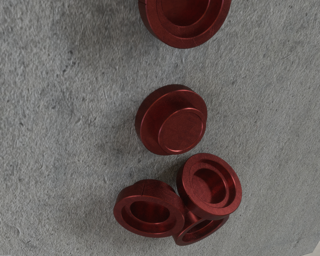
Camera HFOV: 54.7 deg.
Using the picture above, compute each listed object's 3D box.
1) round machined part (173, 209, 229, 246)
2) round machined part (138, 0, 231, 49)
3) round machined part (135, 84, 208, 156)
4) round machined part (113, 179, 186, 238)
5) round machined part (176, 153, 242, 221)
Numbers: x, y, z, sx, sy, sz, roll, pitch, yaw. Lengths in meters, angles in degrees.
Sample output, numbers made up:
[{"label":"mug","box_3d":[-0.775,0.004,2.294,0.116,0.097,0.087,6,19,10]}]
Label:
[{"label":"round machined part","box_3d":[0.061,0.148,0.510,0.099,0.042,0.097,-20,143,-16]},{"label":"round machined part","box_3d":[0.022,-0.136,0.323,0.099,0.042,0.097,-14,124,-21]},{"label":"round machined part","box_3d":[0.020,-0.004,0.404,0.099,0.042,0.097,-14,124,-21]},{"label":"round machined part","box_3d":[-0.013,0.110,0.437,0.099,0.042,0.097,5,130,7]},{"label":"round machined part","box_3d":[0.068,0.089,0.460,0.099,0.098,0.042,-1,148,-28]}]
